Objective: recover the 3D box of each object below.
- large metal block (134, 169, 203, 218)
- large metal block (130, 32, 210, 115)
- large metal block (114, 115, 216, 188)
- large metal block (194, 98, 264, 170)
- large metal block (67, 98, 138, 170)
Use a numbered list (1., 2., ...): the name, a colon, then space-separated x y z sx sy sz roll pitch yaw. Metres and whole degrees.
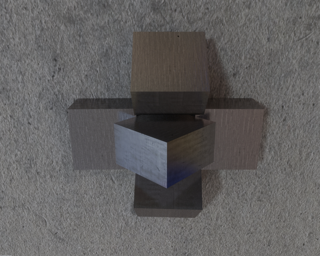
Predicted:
1. large metal block: 0.010 0.087 0.407 0.081 0.080 0.050 1 67 0
2. large metal block: 0.010 -0.062 0.353 0.081 0.080 0.050 0 154 0
3. large metal block: 0.006 0.017 0.353 0.080 0.081 0.050 18 117 41
4. large metal block: 0.081 0.006 0.398 0.081 0.050 0.079 0 110 -1
5. large metal block: -0.068 0.006 0.399 0.081 0.050 0.079 -1 110 -1
